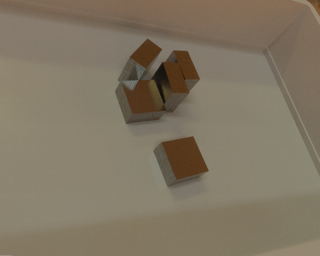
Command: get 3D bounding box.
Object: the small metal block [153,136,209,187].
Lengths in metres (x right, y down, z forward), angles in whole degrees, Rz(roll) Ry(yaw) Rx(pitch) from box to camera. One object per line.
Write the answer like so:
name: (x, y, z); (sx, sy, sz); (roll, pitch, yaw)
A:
small metal block: (0.026, 0.042, 0.394); (0.050, 0.025, 0.050); (-9, 66, -32)

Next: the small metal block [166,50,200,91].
small metal block: (0.027, -0.076, 0.450); (0.025, 0.050, 0.050); (-6, 65, -31)

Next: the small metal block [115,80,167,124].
small metal block: (-0.026, -0.036, 0.413); (0.050, 0.025, 0.050); (-8, 66, -31)

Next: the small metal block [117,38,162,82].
small metal block: (-0.028, -0.087, 0.428); (0.025, 0.050, 0.050); (36, 51, -4)

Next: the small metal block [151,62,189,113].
small metal block: (0.011, -0.055, 0.429); (0.025, 0.050, 0.050); (-3, 63, -29)
